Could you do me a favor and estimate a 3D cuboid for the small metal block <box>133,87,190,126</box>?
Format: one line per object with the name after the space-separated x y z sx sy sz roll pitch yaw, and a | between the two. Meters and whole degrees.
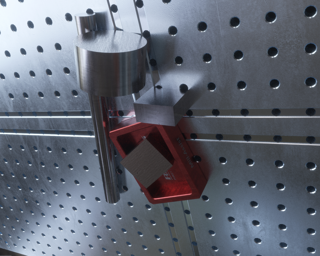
0.003 -0.027 0.375 0.050 0.050 0.025 7 121 24 | small metal block

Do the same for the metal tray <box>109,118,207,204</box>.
-0.002 0.044 0.434 0.090 0.030 0.130 -17 110 34 | metal tray

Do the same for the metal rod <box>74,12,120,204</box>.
-0.085 -0.009 0.448 0.025 0.025 0.298 11 123 22 | metal rod

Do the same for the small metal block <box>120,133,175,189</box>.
-0.016 0.044 0.418 0.050 0.025 0.050 46 107 -4 | small metal block

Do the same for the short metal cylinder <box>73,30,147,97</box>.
-0.056 -0.076 0.356 0.080 0.080 0.050 16 125 18 | short metal cylinder
